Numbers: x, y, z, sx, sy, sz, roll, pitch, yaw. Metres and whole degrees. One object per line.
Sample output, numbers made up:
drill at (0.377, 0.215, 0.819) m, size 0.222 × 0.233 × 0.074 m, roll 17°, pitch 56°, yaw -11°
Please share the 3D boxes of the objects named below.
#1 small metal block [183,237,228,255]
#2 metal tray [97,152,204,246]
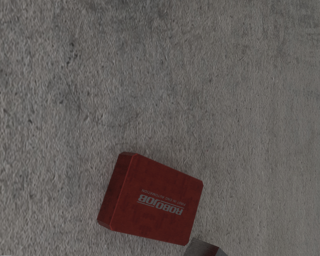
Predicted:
small metal block at (0.060, 0.190, 0.439) m, size 0.025 × 0.050 × 0.050 m, roll 50°, pitch 61°, yaw -29°
metal tray at (-0.006, 0.093, 0.397) m, size 0.131 × 0.030 × 0.090 m, roll 28°, pitch 73°, yaw -37°
